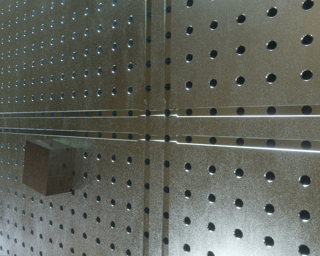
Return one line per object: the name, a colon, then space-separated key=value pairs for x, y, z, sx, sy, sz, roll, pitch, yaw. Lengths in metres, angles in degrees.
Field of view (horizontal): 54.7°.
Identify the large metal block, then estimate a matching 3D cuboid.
large metal block: x=-0.199 y=0.068 z=0.554 sx=0.080 sy=0.050 sz=0.079 roll=13 pitch=98 yaw=39
